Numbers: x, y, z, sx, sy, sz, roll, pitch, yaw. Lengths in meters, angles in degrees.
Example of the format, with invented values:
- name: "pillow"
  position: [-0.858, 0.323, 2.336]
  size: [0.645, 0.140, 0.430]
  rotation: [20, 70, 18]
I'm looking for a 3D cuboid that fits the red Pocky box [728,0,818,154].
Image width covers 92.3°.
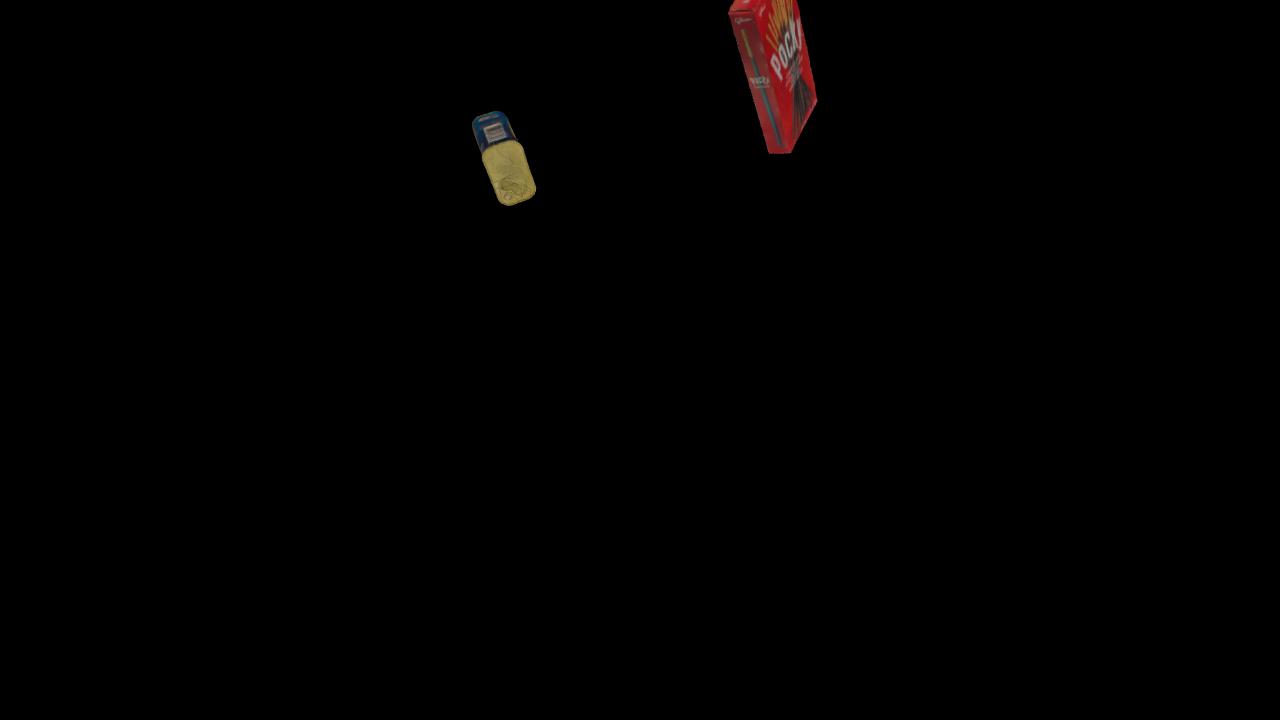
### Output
- name: "red Pocky box"
  position: [0.130, -0.281, 0.580]
  size: [0.028, 0.083, 0.155]
  rotation: [14, -25, 34]

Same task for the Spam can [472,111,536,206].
- name: "Spam can"
  position: [-0.194, -0.287, 0.874]
  size: [0.058, 0.085, 0.101]
  rotation: [-21, -34, -6]
